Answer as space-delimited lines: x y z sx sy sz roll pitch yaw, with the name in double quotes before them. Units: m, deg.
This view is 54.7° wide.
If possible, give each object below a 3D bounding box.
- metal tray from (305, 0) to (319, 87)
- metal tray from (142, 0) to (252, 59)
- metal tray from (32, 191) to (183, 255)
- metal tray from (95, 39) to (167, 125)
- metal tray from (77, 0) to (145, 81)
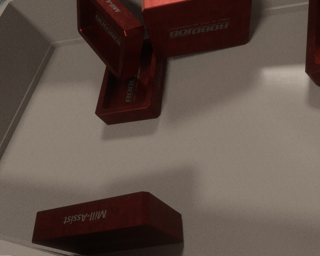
"metal tray" 0.214 -0.115 0.341 0.090 0.030 0.130 -13 53 46
"metal tray" 0.049 -0.141 0.404 0.131 0.090 0.030 -8 60 7
"metal tray" -0.052 0.105 0.325 0.130 0.090 0.030 -15 56 19
"metal tray" -0.041 -0.072 0.466 0.090 0.030 0.130 -7 58 24
"metal tray" -0.076 -0.143 0.451 0.030 0.089 0.130 -27 64 -28
